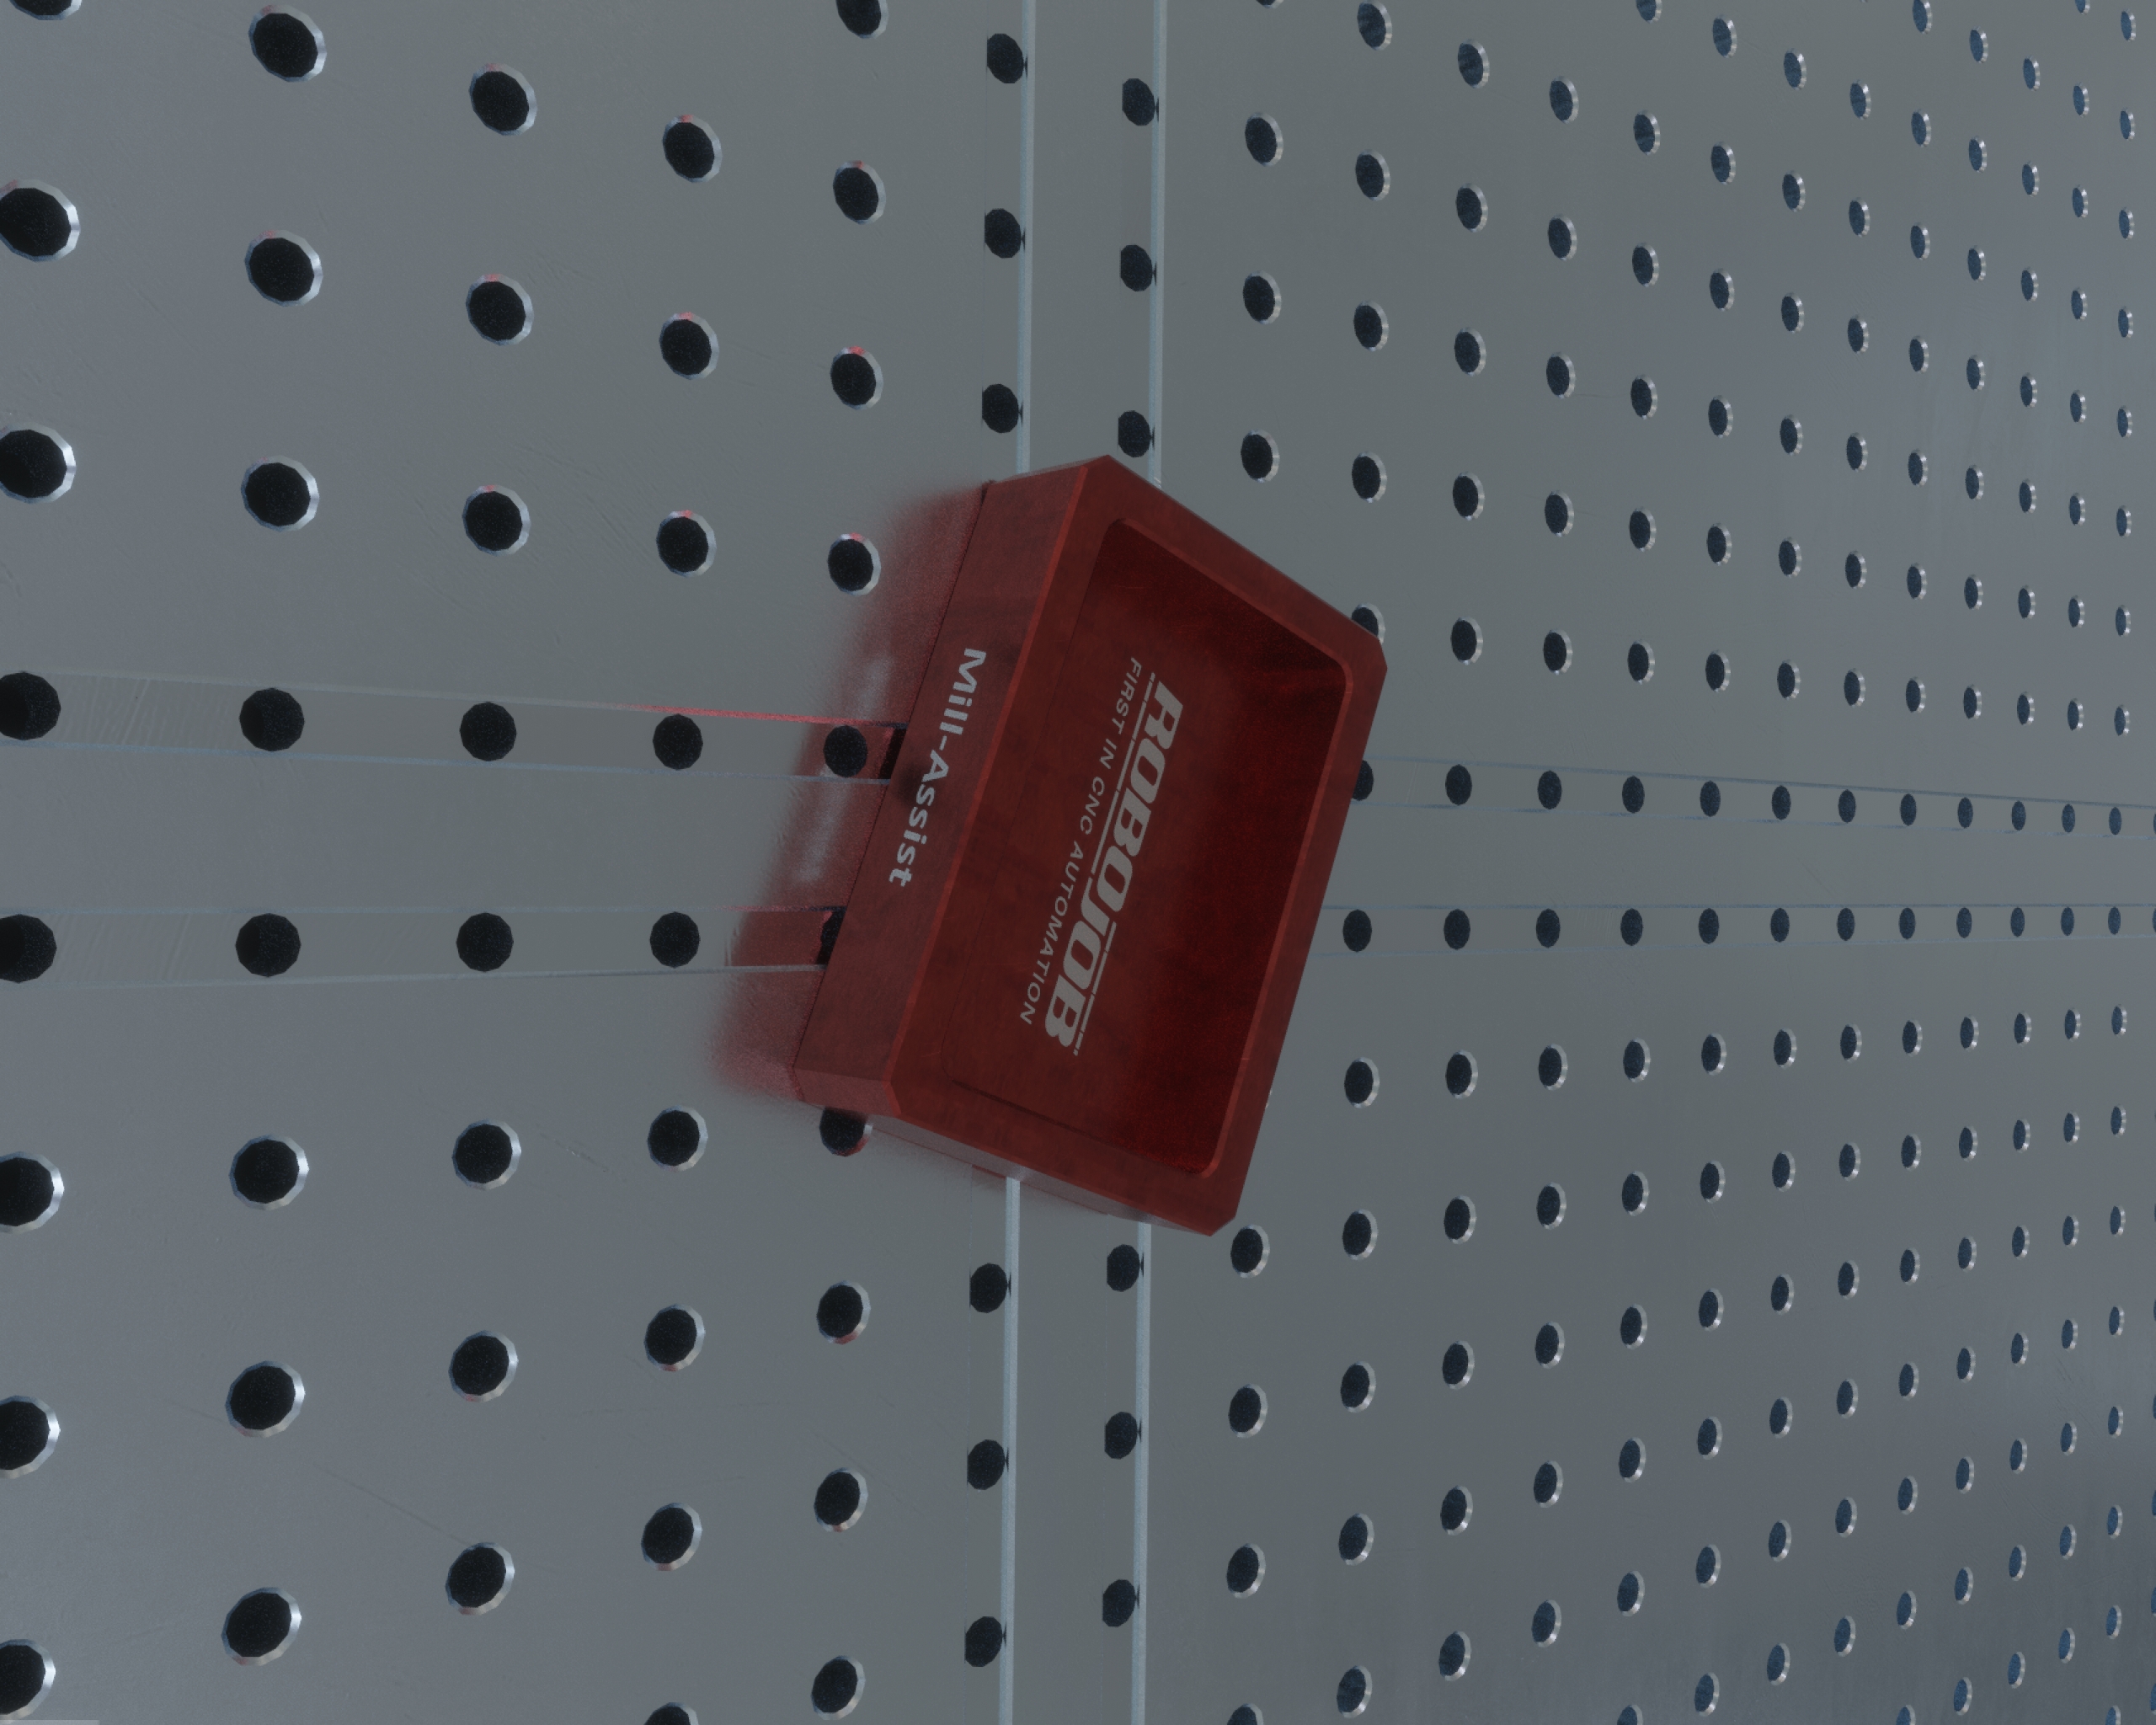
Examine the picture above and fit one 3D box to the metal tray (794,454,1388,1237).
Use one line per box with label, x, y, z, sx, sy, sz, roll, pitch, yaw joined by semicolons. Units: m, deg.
metal tray;0.007;-0.002;0.410;0.090;0.030;0.130;27;73;-37
